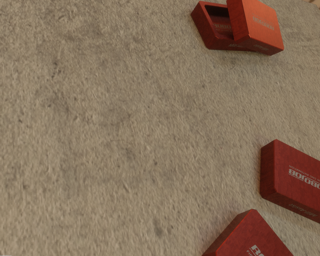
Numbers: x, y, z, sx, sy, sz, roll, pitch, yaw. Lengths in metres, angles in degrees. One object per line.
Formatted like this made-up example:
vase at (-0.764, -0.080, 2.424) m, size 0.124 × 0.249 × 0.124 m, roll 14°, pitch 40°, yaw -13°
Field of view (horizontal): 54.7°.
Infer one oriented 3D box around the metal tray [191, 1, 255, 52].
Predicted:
metal tray at (0.132, -0.192, 0.591) m, size 0.131 × 0.030 × 0.090 m, roll -6°, pitch 65°, yaw -31°

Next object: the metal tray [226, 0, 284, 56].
metal tray at (0.183, -0.194, 0.587) m, size 0.131 × 0.030 × 0.090 m, roll 1°, pitch 76°, yaw -43°

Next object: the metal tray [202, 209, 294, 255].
metal tray at (0.121, 0.174, 0.362) m, size 0.091 × 0.030 × 0.130 m, roll -32°, pitch 80°, yaw -38°

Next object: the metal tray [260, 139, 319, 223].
metal tray at (0.214, 0.083, 0.468) m, size 0.131 × 0.030 × 0.090 m, roll 25°, pitch 53°, yaw -13°
